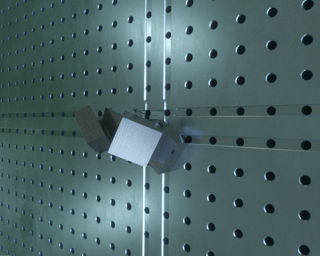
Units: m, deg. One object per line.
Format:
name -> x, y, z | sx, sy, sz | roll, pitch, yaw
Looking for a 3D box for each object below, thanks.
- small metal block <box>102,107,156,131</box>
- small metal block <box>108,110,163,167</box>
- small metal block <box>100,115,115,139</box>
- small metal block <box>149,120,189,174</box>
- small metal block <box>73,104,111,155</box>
small metal block -> -0.042, -0.008, 0.426 | 0.050, 0.050, 0.025 | 24, 105, 37
small metal block -> -0.030, 0.013, 0.381 | 0.050, 0.025, 0.050 | 22, 109, -9
small metal block -> -0.074, 0.005, 0.468 | 0.050, 0.025, 0.050 | -24, 75, 37
small metal block -> 0.001, 0.024, 0.407 | 0.050, 0.025, 0.050 | 43, 116, 31
small metal block -> -0.091, 0.003, 0.429 | 0.025, 0.050, 0.050 | -28, 68, -4
